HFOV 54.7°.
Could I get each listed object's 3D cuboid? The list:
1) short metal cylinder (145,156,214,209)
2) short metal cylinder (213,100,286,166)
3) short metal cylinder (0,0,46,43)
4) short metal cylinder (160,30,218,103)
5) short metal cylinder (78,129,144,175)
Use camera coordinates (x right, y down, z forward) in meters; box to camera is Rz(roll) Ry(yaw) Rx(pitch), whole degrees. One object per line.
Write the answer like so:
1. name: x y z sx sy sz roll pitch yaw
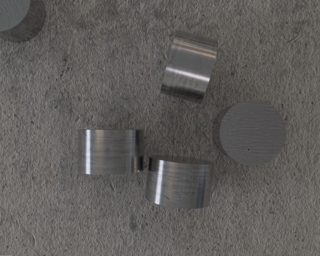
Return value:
1. short metal cylinder: 0.024 0.064 0.383 0.080 0.080 0.050 6 90 0
2. short metal cylinder: 0.112 0.006 0.398 0.081 0.050 0.080 0 90 0
3. short metal cylinder: -0.195 -0.155 0.396 0.081 0.050 0.080 0 90 0
4. short metal cylinder: 0.035 -0.075 0.383 0.050 0.080 0.080 15 90 0
5. short metal cylinder: -0.060 0.027 0.382 0.081 0.080 0.050 0 90 0
